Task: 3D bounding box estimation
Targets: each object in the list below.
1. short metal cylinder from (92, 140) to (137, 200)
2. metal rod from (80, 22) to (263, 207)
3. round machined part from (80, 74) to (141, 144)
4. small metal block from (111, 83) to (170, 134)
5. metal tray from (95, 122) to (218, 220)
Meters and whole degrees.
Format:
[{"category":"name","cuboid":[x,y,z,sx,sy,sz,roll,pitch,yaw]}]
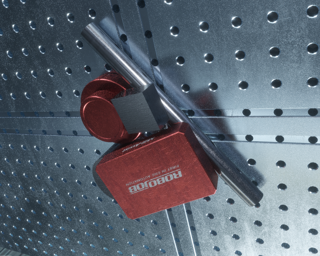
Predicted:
[{"category":"short metal cylinder","cuboid":[-0.051,0.063,0.455,0.080,0.050,0.079,13,124,21]},{"category":"metal rod","cuboid":[0.017,-0.014,0.388,0.300,0.025,0.025,45,129,-4]},{"category":"round machined part","cuboid":[-0.067,-0.020,0.417,0.098,0.042,0.097,14,125,21]},{"category":"small metal block","cuboid":[-0.024,-0.022,0.375,0.050,0.025,0.050,-8,117,37]},{"category":"metal tray","cuboid":[-0.004,0.057,0.391,0.130,0.030,0.090,-24,106,23]}]
